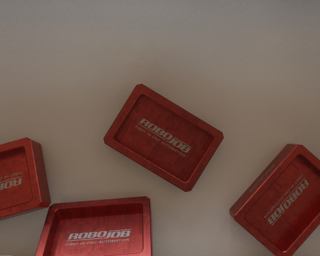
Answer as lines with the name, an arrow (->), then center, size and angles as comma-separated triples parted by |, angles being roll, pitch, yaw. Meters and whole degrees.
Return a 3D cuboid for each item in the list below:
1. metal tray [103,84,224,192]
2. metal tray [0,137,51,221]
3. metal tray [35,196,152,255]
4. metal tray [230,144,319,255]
metal tray -> 0.005, 0.013, 0.408 | 0.130, 0.030, 0.090 | 31, 90, -1
metal tray -> -0.214, 0.073, 0.394 | 0.131, 0.030, 0.090 | -16, 75, -1
metal tray -> -0.075, 0.132, 0.378 | 0.131, 0.090, 0.030 | -4, 127, -1
metal tray -> 0.169, 0.096, 0.411 | 0.090, 0.030, 0.130 | 42, 90, -1
